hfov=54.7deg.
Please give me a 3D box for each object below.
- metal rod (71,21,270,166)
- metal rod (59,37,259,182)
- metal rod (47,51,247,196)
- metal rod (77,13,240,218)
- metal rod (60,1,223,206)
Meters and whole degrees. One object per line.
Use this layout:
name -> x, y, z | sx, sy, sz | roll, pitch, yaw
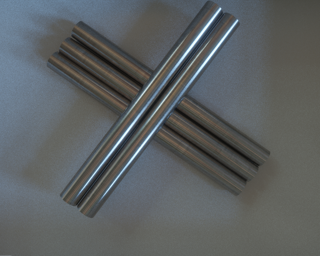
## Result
metal rod -> 0.014, -0.045, 0.410 | 0.301, 0.025, 0.025 | 35, 90, 0
metal rod -> -0.001, -0.024, 0.410 | 0.301, 0.025, 0.025 | 34, 90, 0
metal rod -> -0.017, -0.005, 0.410 | 0.301, 0.025, 0.025 | 34, 90, 0
metal rod -> -0.002, -0.016, 0.385 | 0.025, 0.025, 0.300 | 37, 90, 0
metal rod -> -0.023, -0.030, 0.385 | 0.025, 0.025, 0.300 | 37, 90, 0
